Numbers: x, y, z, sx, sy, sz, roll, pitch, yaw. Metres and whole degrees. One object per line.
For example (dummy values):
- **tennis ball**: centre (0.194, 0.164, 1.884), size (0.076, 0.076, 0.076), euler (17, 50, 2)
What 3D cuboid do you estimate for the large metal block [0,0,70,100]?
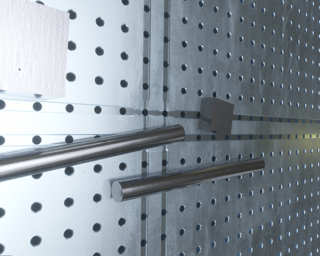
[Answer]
- **large metal block**: centre (-0.133, -0.070, 0.282), size (0.081, 0.050, 0.080), euler (4, 88, -40)

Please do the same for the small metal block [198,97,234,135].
- **small metal block**: centre (0.089, -0.018, 0.486), size (0.050, 0.025, 0.050), euler (14, 81, -40)

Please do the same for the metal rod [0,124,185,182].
- **metal rod**: centre (-0.088, 0.027, 0.336), size (0.302, 0.025, 0.025), euler (-10, 97, -40)

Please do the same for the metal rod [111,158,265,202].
- **metal rod**: centre (0.064, 0.071, 0.465), size (0.302, 0.025, 0.025), euler (-2, 92, -40)
